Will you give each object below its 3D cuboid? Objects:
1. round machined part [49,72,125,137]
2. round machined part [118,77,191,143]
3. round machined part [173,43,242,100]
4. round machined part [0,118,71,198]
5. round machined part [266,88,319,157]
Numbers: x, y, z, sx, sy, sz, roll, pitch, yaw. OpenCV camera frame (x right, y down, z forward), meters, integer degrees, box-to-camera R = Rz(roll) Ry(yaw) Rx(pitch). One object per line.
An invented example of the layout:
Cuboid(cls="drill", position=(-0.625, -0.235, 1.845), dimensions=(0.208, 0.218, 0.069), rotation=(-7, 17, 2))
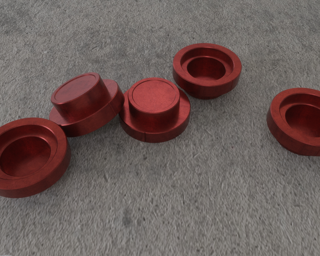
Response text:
Cuboid(cls="round machined part", position=(-0.099, -0.036, 0.398), dimensions=(0.098, 0.042, 0.098), rotation=(-16, 35, 12))
Cuboid(cls="round machined part", position=(-0.008, -0.031, 0.418), dimensions=(0.099, 0.042, 0.098), rotation=(0, 50, 0))
Cuboid(cls="round machined part", position=(0.068, -0.080, 0.460), dimensions=(0.099, 0.042, 0.098), rotation=(0, 50, 0))
Cuboid(cls="round machined part", position=(-0.153, 0.037, 0.360), dimensions=(0.099, 0.042, 0.098), rotation=(0, 50, 0))
Cuboid(cls="round machined part", position=(0.186, -0.003, 0.396), dimensions=(0.099, 0.042, 0.098), rotation=(0, 50, 0))
